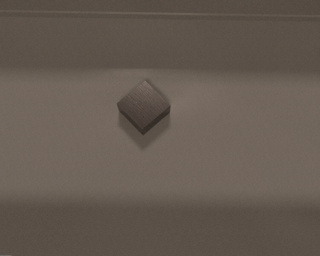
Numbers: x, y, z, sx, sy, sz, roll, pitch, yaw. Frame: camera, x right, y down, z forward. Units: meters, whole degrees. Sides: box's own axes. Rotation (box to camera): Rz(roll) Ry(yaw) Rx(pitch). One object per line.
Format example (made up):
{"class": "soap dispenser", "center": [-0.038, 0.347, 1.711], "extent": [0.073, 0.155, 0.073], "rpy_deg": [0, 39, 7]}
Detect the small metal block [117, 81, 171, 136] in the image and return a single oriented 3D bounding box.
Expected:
{"class": "small metal block", "center": [-0.022, -0.027, 0.419], "extent": [0.050, 0.025, 0.050], "rpy_deg": [-41, 75, -14]}
